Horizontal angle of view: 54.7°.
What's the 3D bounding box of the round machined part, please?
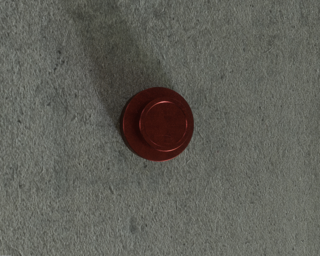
[{"bbox_3d":[0.000,-0.005,0.402,0.099,0.042,0.097,0,90,-21],"label":"round machined part"}]
